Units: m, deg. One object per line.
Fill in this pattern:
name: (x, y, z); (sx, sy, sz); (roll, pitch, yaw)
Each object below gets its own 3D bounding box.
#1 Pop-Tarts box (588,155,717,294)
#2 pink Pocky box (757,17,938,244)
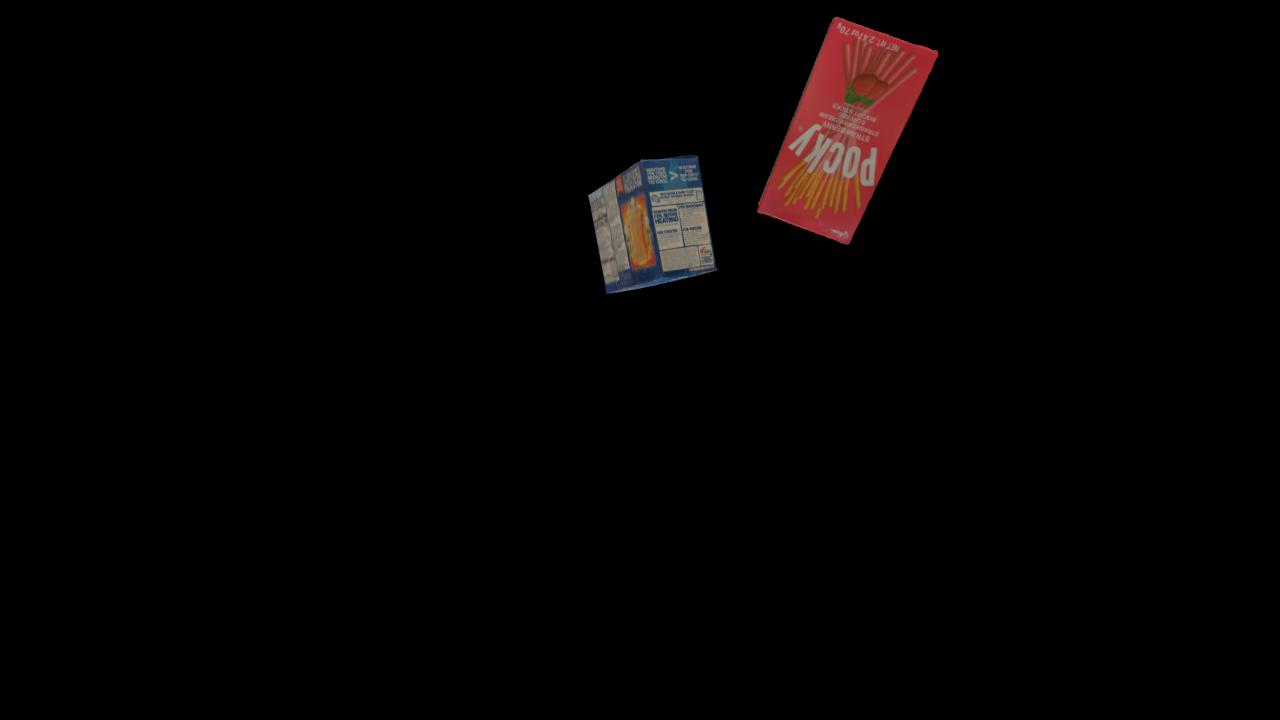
Pop-Tarts box: (0.012, -0.168, 0.796); (0.083, 0.141, 0.167); (-13, 5, -26)
pink Pocky box: (0.162, -0.180, 0.496); (0.084, 0.155, 0.029); (21, 24, 2)
